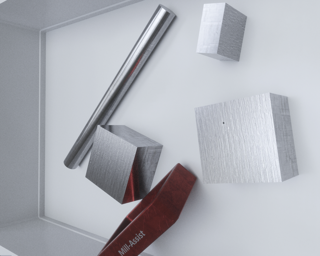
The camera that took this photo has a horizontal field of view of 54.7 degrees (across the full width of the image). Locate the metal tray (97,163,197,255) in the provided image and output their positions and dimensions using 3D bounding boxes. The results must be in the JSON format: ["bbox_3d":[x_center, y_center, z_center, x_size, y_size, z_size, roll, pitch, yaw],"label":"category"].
[{"bbox_3d":[-0.016,0.109,0.373,0.030,0.090,0.129,41,118,1],"label":"metal tray"}]

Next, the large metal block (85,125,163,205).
[{"bbox_3d":[-0.051,0.047,0.431,0.080,0.050,0.079,26,106,36],"label":"large metal block"}]

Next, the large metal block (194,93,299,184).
[{"bbox_3d":[0.087,0.013,0.317,0.080,0.050,0.080,-10,84,39],"label":"large metal block"}]

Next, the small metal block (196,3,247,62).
[{"bbox_3d":[0.067,-0.101,0.334,0.025,0.050,0.050,14,99,39],"label":"small metal block"}]

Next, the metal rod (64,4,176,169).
[{"bbox_3d":[-0.071,-0.045,0.463,0.025,0.025,0.298,52,120,27],"label":"metal rod"}]
